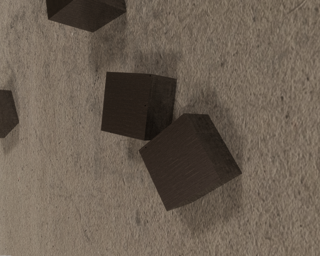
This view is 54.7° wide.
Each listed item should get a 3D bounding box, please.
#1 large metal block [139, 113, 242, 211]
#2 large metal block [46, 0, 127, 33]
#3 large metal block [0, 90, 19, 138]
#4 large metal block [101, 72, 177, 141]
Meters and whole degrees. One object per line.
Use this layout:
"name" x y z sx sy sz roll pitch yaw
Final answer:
"large metal block" 0.033 0.039 0.360 0.080 0.050 0.080 -40 66 32
"large metal block" -0.110 -0.189 0.457 0.080 0.081 0.050 -15 81 39
"large metal block" -0.361 -0.030 0.682 0.080 0.050 0.080 -33 70 35
"large metal block" -0.029 -0.030 0.411 0.080 0.050 0.079 11 97 39
